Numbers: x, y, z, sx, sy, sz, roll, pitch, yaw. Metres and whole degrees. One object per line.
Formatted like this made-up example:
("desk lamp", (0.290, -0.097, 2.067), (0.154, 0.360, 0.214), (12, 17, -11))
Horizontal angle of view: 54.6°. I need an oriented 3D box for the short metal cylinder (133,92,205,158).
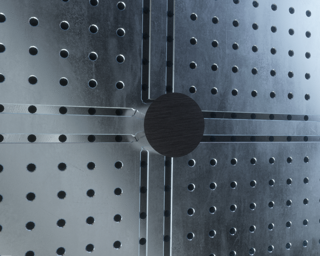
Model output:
("short metal cylinder", (0.010, -0.004, 0.403), (0.081, 0.050, 0.080), (0, 90, -20))
